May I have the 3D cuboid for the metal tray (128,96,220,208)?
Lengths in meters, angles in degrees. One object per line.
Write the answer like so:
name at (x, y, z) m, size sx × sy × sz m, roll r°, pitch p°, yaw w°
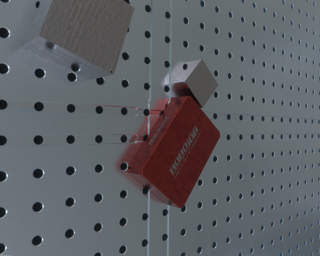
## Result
metal tray at (0.025, 0.031, 0.427) m, size 0.090 × 0.030 × 0.130 m, roll 47°, pitch 62°, yaw -30°

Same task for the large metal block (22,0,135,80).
large metal block at (-0.083, -0.106, 0.323) m, size 0.080 × 0.050 × 0.080 m, roll 24°, pitch 75°, yaw -38°

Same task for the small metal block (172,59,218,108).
small metal block at (0.053, -0.064, 0.454) m, size 0.050 × 0.025 × 0.050 m, roll 52°, pitch 60°, yaw -28°
